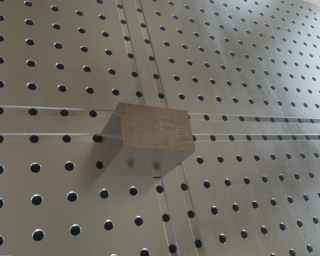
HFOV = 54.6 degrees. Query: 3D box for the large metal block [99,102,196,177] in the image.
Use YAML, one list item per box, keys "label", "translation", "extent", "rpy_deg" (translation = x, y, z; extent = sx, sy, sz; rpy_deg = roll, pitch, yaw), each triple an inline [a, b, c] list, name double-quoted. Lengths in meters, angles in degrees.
- label: "large metal block"
  translation: [-0.019, 0.018, 0.352]
  extent: [0.081, 0.080, 0.050]
  rpy_deg: [5, 60, -26]
